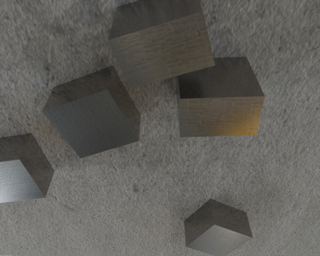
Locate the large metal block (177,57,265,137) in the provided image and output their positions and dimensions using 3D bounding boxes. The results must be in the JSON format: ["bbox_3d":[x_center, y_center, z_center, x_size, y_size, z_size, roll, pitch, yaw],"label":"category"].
[{"bbox_3d":[0.060,-0.036,0.341,0.081,0.080,0.050,-2,130,1],"label":"large metal block"}]

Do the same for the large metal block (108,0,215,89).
[{"bbox_3d":[0.002,-0.090,0.295,0.080,0.080,0.050,-14,129,11],"label":"large metal block"}]

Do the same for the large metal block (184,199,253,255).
[{"bbox_3d":[0.100,0.178,0.544,0.080,0.050,0.080,25,126,-20],"label":"large metal block"}]

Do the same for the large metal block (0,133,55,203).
[{"bbox_3d":[-0.209,0.059,0.438,0.080,0.050,0.080,-8,130,6],"label":"large metal block"}]

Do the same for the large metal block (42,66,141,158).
[{"bbox_3d":[-0.078,-0.017,0.375,0.080,0.050,0.080,-17,128,13],"label":"large metal block"}]
